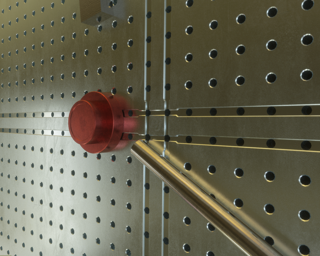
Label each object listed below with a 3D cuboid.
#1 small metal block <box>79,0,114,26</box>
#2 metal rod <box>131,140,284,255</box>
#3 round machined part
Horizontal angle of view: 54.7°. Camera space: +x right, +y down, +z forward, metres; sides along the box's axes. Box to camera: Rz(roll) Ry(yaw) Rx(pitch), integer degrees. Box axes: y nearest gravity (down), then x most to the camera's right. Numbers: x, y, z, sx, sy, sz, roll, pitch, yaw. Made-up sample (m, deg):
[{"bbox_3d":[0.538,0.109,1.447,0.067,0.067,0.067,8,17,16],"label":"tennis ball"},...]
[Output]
[{"bbox_3d":[-0.101,-0.196,0.490,0.050,0.025,0.050,-9,84,39],"label":"small metal block"},{"bbox_3d":[0.069,0.102,0.350,0.300,0.025,0.025,37,113,33],"label":"metal rod"},{"bbox_3d":[-0.106,-0.009,0.483,0.098,0.042,0.097,0,90,39],"label":"round machined part"}]
